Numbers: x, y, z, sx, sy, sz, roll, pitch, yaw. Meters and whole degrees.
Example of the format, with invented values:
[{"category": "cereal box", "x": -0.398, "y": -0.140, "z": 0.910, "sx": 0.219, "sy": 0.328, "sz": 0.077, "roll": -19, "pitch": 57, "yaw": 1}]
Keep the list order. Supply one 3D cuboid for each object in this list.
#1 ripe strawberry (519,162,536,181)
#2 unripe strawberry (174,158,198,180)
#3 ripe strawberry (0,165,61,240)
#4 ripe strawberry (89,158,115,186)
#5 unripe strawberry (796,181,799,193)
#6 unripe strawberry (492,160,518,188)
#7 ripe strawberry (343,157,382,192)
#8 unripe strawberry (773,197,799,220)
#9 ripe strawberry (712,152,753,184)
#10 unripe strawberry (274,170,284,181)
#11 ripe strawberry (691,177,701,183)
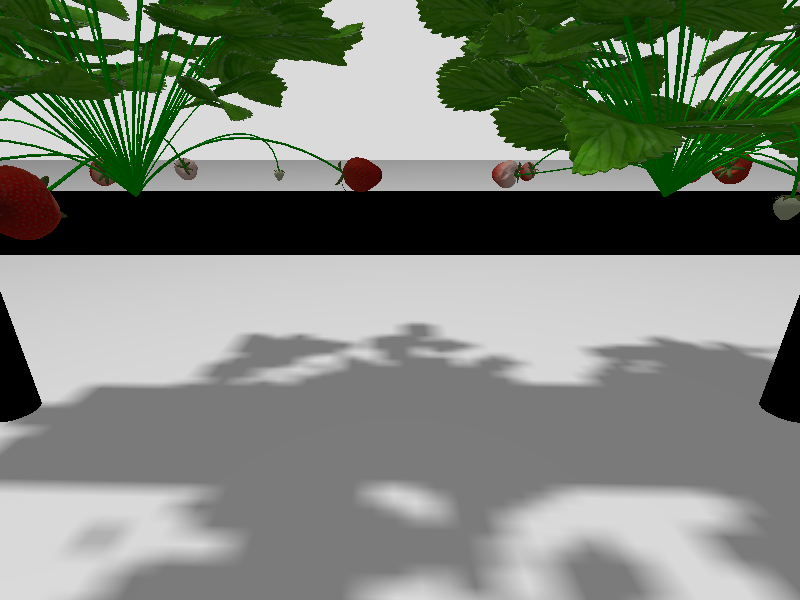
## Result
[{"category": "ripe strawberry", "x": 0.157, "y": -0.158, "z": 0.496, "sx": 0.019, "sy": 0.022, "sz": 0.021, "roll": -8, "pitch": -4, "yaw": -20}, {"category": "unripe strawberry", "x": -0.280, "y": -0.172, "z": 0.527, "sx": 0.027, "sy": 0.028, "sz": 0.029, "roll": -5, "pitch": 9, "yaw": -14}, {"category": "ripe strawberry", "x": -0.164, "y": -0.040, "z": 0.169, "sx": 0.027, "sy": 0.031, "sz": 0.030, "roll": -7, "pitch": 22, "yaw": -18}, {"category": "ripe strawberry", "x": -0.320, "y": -0.138, "z": 0.433, "sx": 0.025, "sy": 0.029, "sz": 0.027, "roll": -18, "pitch": 27, "yaw": -40}, {"category": "unripe strawberry", "x": 0.362, "y": -0.101, "z": 0.357, "sx": 0.015, "sy": 0.013, "sz": 0.015, "roll": 38, "pitch": 11, "yaw": -19}, {"category": "unripe strawberry", "x": 0.108, "y": -0.130, "z": 0.413, "sx": 0.026, "sy": 0.027, "sz": 0.024, "roll": 13, "pitch": 24, "yaw": 33}, {"category": "ripe strawberry", "x": -0.034, "y": -0.112, "z": 0.360, "sx": 0.035, "sy": 0.030, "sz": 0.035, "roll": -2, "pitch": 21, "yaw": -7}, {"category": "unripe strawberry", "x": 0.192, "y": -0.045, "z": 0.198, "sx": 0.011, "sy": 0.011, "sz": 0.011, "roll": 5, "pitch": 21, "yaw": 12}, {"category": "ripe strawberry", "x": 0.401, "y": -0.160, "z": 0.483, "sx": 0.040, "sy": 0.039, "sz": 0.037, "roll": -17, "pitch": 26, "yaw": -39}, {"category": "unripe strawberry", "x": -0.137, "y": -0.141, "z": 0.455, "sx": 0.010, "sy": 0.011, "sz": 0.011, "roll": 14, "pitch": 25, "yaw": 32}, {"category": "ripe strawberry", "x": 0.357, "y": -0.158, "z": 0.492, "sx": 0.025, "sy": 0.027, "sz": 0.027, "roll": 16, "pitch": 25, "yaw": 36}]
